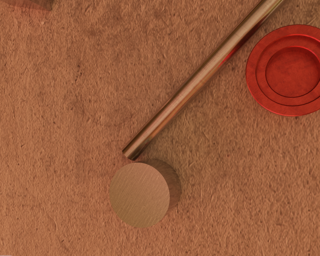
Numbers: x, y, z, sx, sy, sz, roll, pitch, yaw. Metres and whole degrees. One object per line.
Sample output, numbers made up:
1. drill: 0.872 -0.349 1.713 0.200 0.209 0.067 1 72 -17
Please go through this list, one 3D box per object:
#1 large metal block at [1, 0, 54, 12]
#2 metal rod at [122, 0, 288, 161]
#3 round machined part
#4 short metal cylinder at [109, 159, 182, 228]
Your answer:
1. large metal block: -0.206 -0.229 0.468 0.080 0.050 0.080 15 95 19
2. metal rod: 0.057 -0.070 0.388 0.299 0.025 0.025 -47 76 14
3. round machined part: 0.148 -0.061 0.347 0.098 0.042 0.097 0 90 20
4. short metal cylinder: -0.018 0.082 0.402 0.080 0.050 0.079 0 90 20
